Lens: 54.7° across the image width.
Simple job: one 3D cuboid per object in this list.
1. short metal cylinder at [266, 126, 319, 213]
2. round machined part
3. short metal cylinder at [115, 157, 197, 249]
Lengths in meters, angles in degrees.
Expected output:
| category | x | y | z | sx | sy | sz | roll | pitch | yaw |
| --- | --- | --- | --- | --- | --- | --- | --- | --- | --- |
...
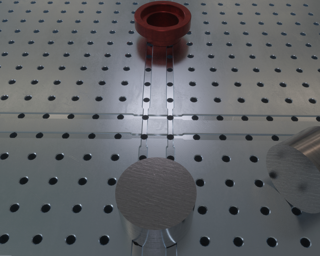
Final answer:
| category | x | y | z | sx | sy | sz | roll | pitch | yaw |
| --- | --- | --- | --- | --- | --- | --- | --- | --- | --- |
| short metal cylinder | 0.164 | 0.044 | 0.336 | 0.050 | 0.080 | 0.080 | -24 | 54 | -19 |
| round machined part | 0.005 | -0.182 | 0.549 | 0.099 | 0.042 | 0.098 | 0 | 50 | 0 |
| short metal cylinder | -0.004 | 0.078 | 0.326 | 0.080 | 0.050 | 0.080 | 0 | 50 | 0 |
